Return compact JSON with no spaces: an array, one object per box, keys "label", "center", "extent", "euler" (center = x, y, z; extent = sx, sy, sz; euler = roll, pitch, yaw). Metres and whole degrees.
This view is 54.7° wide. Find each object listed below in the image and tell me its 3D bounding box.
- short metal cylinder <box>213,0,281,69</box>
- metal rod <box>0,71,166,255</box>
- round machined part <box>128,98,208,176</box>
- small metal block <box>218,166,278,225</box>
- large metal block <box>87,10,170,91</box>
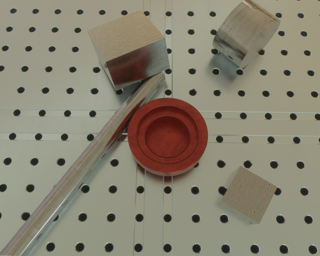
[{"label":"short metal cylinder","center":[0.120,-0.130,0.432],"extent":[0.080,0.080,0.050],"euler":[-43,76,-14]},{"label":"metal rod","center":[-0.089,0.039,0.396],"extent":[0.025,0.025,0.300],"euler":[34,73,11]},{"label":"round machined part","center":[0.010,0.014,0.398],"extent":[0.099,0.042,0.098],"euler":[0,70,-1]},{"label":"small metal block","center":[0.107,0.083,0.383],"extent":[0.050,0.025,0.050],"euler":[30,73,10]},{"label":"large metal block","center":[-0.043,-0.108,0.424],"extent":[0.080,0.050,0.080],"euler":[-25,52,-9]}]
